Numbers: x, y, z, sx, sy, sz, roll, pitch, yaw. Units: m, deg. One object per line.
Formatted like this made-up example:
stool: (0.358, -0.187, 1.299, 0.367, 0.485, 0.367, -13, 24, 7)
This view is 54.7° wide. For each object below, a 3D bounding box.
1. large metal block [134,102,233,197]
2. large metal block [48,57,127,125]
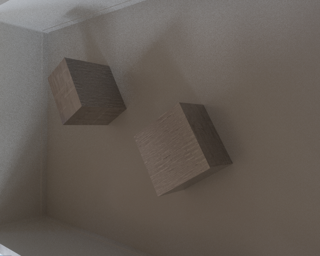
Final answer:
large metal block: (0.025, 0.026, 0.370, 0.080, 0.050, 0.080, -36, 68, 34)
large metal block: (-0.108, -0.051, 0.460, 0.050, 0.081, 0.080, -36, 68, 34)
